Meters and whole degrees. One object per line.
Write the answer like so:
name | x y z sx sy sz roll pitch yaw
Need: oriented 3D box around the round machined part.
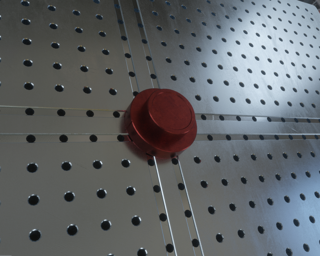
round machined part | 0.007 -0.013 0.410 0.099 0.042 0.098 14 56 -21
